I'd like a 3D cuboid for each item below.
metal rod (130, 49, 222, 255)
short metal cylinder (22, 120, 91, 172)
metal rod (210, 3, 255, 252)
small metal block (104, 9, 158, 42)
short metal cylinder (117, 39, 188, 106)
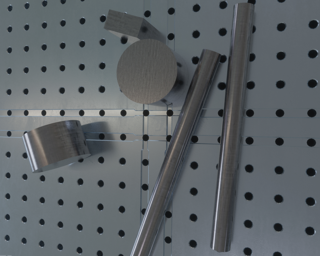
[{"bbox_3d":[0.017,0.045,0.406,0.025,0.025,0.298,21,97,18],"label":"metal rod"},{"bbox_3d":[-0.144,0.026,0.434,0.080,0.080,0.050,-22,83,18],"label":"short metal cylinder"},{"bbox_3d":[0.089,0.001,0.381,0.025,0.025,0.298,6,92,20],"label":"metal rod"},{"bbox_3d":[-0.038,-0.132,0.413,0.050,0.050,0.025,21,97,18],"label":"small metal block"},{"bbox_3d":[-0.009,-0.069,0.402,0.080,0.050,0.079,0,90,20],"label":"short metal cylinder"}]
